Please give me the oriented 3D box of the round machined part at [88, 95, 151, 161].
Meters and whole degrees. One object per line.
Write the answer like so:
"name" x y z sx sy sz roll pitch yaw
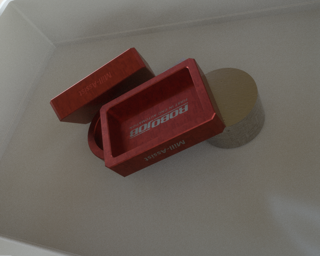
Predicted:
"round machined part" -0.043 0.006 0.412 0.098 0.042 0.098 -13 56 20

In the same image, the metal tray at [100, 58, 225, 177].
"metal tray" -0.004 -0.011 0.347 0.130 0.030 0.090 -26 52 17

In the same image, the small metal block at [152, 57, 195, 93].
"small metal block" 0.025 -0.056 0.407 0.050 0.050 0.025 -36 51 2

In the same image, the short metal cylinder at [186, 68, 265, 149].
"short metal cylinder" 0.076 -0.023 0.360 0.080 0.050 0.080 -13 56 20

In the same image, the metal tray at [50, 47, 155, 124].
"metal tray" -0.073 -0.053 0.429 0.130 0.090 0.030 -32 84 7
